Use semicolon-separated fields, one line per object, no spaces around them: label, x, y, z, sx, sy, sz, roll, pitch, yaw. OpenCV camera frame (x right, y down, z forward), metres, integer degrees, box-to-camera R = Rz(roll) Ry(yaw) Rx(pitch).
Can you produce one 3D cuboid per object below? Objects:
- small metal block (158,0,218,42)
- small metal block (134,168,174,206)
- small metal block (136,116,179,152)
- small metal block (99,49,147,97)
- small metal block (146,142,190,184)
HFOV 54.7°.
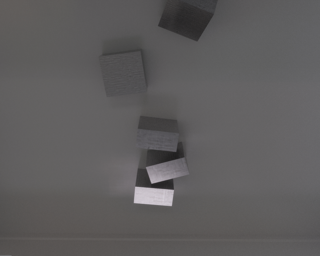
small metal block;0.030;-0.130;0.348;0.050;0.050;0.025;19;68;-7
small metal block;-0.008;0.081;0.428;0.050;0.050;0.025;5;110;-2
small metal block;-0.003;0.007;0.400;0.050;0.050;0.025;7;110;-3
small metal block;-0.044;-0.069;0.385;0.050;0.025;0.050;-7;110;2
small metal block;0.010;0.045;0.415;0.050;0.050;0.025;-15;110;5
